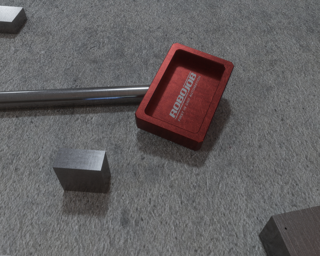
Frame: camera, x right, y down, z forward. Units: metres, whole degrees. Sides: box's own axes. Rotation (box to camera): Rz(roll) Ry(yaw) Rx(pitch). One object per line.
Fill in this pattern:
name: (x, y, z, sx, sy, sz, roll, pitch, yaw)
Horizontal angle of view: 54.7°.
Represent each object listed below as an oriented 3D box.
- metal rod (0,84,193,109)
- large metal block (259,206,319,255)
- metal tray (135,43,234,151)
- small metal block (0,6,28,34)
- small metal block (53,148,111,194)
metal rod: (-0.095, -0.045, 0.439, 0.302, 0.025, 0.025, -3, 50, -3)
large metal block: (0.152, 0.121, 0.287, 0.081, 0.050, 0.080, -9, 51, -8)
metal tray: (0.034, -0.045, 0.412, 0.090, 0.030, 0.130, 22, 66, 8)
small metal block: (-0.280, -0.198, 0.566, 0.050, 0.025, 0.050, 5, 50, 4)
small metal block: (-0.085, 0.048, 0.345, 0.050, 0.050, 0.025, 4, 50, 3)
